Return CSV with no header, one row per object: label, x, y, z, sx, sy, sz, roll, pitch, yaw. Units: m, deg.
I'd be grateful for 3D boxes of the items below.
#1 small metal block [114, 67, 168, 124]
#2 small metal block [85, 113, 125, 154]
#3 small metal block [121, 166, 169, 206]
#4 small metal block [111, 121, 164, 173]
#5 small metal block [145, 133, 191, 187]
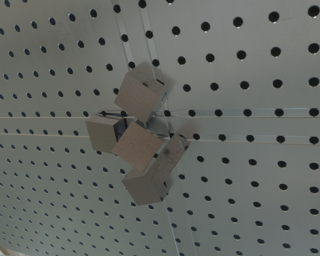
small metal block,-0.025,-0.042,0.399,0.050,0.025,0.050,34,129,5
small metal block,-0.077,0.009,0.456,0.050,0.025,0.050,8,122,28
small metal block,-0.023,0.090,0.480,0.050,0.025,0.050,-19,108,35
small metal block,-0.030,0.026,0.426,0.050,0.025,0.050,34,88,5
small metal block,0.011,0.042,0.416,0.025,0.050,0.050,34,129,6
